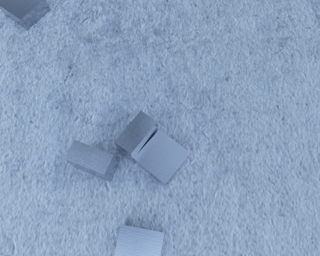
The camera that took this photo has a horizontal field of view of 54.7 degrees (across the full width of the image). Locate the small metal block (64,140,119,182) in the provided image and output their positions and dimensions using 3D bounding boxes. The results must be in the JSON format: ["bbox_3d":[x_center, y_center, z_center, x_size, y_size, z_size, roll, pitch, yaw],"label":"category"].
[{"bbox_3d":[-0.081,0.041,0.379,0.050,0.050,0.025,21,72,7],"label":"small metal block"}]

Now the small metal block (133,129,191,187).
[{"bbox_3d":[0.003,0.038,0.394,0.050,0.025,0.050,38,74,12],"label":"small metal block"}]

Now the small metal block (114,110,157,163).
[{"bbox_3d":[-0.028,0.013,0.390,0.025,0.050,0.050,36,74,12],"label":"small metal block"}]

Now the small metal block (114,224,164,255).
[{"bbox_3d":[-0.025,0.142,0.356,0.050,0.025,0.050,10,70,3],"label":"small metal block"}]

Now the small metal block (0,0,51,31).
[{"bbox_3d":[-0.208,-0.185,0.473,0.050,0.025,0.050,35,73,11],"label":"small metal block"}]
